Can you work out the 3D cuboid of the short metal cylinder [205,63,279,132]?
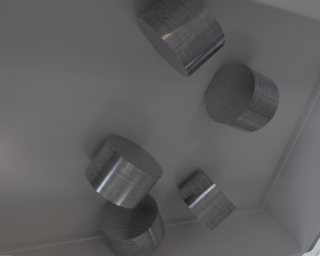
[{"bbox_3d":[0.106,-0.039,0.407,0.050,0.080,0.080,17,110,-35],"label":"short metal cylinder"}]

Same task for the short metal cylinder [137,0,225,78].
[{"bbox_3d":[0.021,-0.099,0.323,0.050,0.080,0.080,-43,129,1],"label":"short metal cylinder"}]

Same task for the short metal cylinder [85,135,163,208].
[{"bbox_3d":[-0.044,0.052,0.381,0.080,0.080,0.050,28,103,-38],"label":"short metal cylinder"}]

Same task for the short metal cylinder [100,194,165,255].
[{"bbox_3d":[-0.037,0.136,0.437,0.080,0.080,0.050,-25,127,-13],"label":"short metal cylinder"}]

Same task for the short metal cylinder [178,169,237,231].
[{"bbox_3d":[0.073,0.110,0.481,0.050,0.080,0.080,-42,129,1],"label":"short metal cylinder"}]
